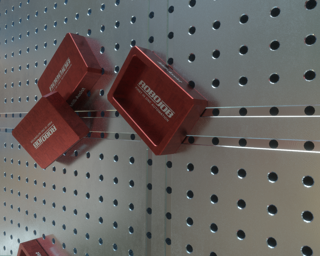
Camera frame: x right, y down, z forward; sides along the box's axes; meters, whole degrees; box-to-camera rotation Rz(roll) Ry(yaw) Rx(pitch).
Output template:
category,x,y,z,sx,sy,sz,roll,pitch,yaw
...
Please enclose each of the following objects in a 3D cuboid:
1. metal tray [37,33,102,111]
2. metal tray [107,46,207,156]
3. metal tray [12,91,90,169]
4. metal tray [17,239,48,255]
category,x,y,z,sx,sy,sz,roll,pitch,yaw
metal tray,-0.161,-0.087,0.541,0.129,0.030,0.090,-45,63,31
metal tray,-0.010,-0.038,0.415,0.130,0.030,0.090,47,118,29
metal tray,-0.194,0.007,0.542,0.130,0.030,0.090,-35,97,34
metal tray,-0.239,0.294,0.605,0.130,0.030,0.089,30,109,36
